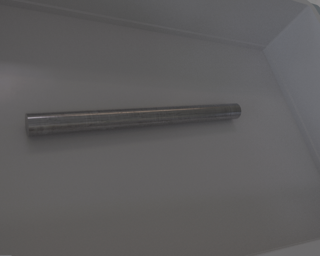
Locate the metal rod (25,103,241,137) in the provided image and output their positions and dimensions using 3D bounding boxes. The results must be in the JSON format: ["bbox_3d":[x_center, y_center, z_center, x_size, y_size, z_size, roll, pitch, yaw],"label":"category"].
[{"bbox_3d":[-0.012,-0.015,0.407,0.302,0.025,0.025,-5,64,-30],"label":"metal rod"}]
